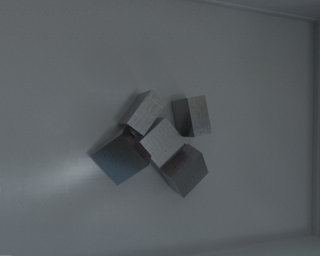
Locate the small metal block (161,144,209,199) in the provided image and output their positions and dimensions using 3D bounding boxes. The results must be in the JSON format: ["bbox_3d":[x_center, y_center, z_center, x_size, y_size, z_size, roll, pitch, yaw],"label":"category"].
[{"bbox_3d":[0.034,0.057,0.409,0.050,0.025,0.050,-43,141,-15],"label":"small metal block"}]

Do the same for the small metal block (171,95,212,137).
[{"bbox_3d":[0.041,-0.015,0.411,0.025,0.050,0.050,-12,94,-21],"label":"small metal block"}]

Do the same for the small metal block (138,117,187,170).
[{"bbox_3d":[0.001,0.021,0.410,0.050,0.025,0.050,-44,104,-15],"label":"small metal block"}]

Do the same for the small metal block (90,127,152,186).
[{"bbox_3d":[-0.047,0.035,0.380,0.050,0.025,0.050,-35,104,17],"label":"small metal block"}]

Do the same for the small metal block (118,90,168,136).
[{"bbox_3d":[-0.023,-0.018,0.387,0.025,0.050,0.050,38,78,-16],"label":"small metal block"}]
